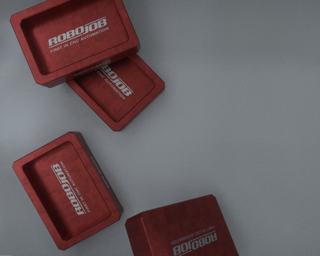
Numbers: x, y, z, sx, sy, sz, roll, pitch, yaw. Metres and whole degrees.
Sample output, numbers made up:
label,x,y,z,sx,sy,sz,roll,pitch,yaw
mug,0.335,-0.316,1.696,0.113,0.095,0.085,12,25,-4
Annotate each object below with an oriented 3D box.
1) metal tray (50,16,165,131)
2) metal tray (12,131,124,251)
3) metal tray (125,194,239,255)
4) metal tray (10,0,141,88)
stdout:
label,x,y,z,sx,sy,sz,roll,pitch,yaw
metal tray,-0.068,-0.070,0.408,0.090,0.030,0.130,-44,90,0
metal tray,-0.119,0.080,0.407,0.090,0.030,0.130,-29,90,0
metal tray,0.030,0.132,0.354,0.030,0.131,0.090,-36,65,38
metal tray,-0.100,-0.114,0.377,0.131,0.030,0.090,-23,90,0
